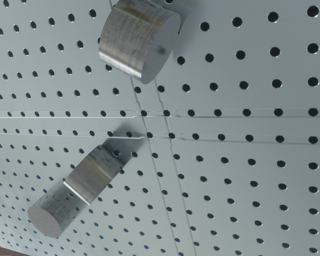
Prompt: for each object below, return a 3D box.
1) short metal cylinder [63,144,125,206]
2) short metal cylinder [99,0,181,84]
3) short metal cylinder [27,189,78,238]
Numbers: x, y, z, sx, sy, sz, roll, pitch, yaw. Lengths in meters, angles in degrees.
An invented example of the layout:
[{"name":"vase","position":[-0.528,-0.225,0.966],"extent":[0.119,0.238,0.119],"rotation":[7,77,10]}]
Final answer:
[{"name":"short metal cylinder","position":[-0.099,0.071,0.472],"extent":[0.050,0.080,0.080],"rotation":[42,129,-1]},{"name":"short metal cylinder","position":[-0.020,-0.093,0.328],"extent":[0.050,0.080,0.079],"rotation":[29,128,9]},{"name":"short metal cylinder","position":[-0.211,0.169,0.611],"extent":[0.080,0.050,0.079],"rotation":[13,124,21]}]
